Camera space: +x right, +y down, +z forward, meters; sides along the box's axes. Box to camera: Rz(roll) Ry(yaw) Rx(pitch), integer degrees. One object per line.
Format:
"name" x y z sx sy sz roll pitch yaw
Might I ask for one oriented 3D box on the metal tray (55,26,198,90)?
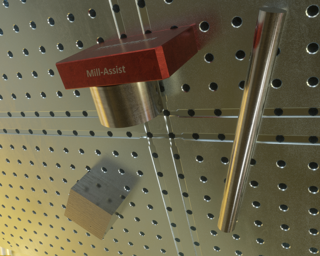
"metal tray" -0.035 -0.077 0.339 0.130 0.090 0.030 -1 118 28

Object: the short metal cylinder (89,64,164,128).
"short metal cylinder" -0.040 -0.041 0.371 0.080 0.080 0.050 2 119 27

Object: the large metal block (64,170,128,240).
"large metal block" -0.112 0.134 0.537 0.080 0.050 0.079 31 128 8

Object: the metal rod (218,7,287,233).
"metal rod" 0.100 0.016 0.368 0.025 0.025 0.298 15 125 19
